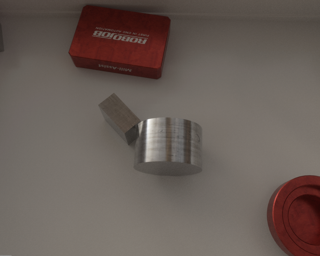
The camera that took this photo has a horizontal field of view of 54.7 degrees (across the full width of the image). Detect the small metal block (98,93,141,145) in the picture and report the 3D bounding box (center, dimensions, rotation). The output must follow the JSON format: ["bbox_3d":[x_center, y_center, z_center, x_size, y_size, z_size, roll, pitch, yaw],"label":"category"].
[{"bbox_3d":[-0.050,-0.010,0.400,0.025,0.050,0.050,-41,75,-13],"label":"small metal block"}]

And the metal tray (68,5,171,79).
[{"bbox_3d":[-0.056,-0.126,0.452,0.131,0.030,0.090,9,70,3],"label":"metal tray"}]

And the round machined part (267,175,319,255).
[{"bbox_3d":[0.175,0.108,0.363,0.099,0.042,0.098,0,70,-1],"label":"round machined part"}]

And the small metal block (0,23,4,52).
[{"bbox_3d":[-0.251,-0.143,0.445,0.025,0.050,0.050,-14,71,-5],"label":"small metal block"}]

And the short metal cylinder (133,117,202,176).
[{"bbox_3d":[0.010,0.025,0.371,0.081,0.080,0.050,3,70,0],"label":"short metal cylinder"}]
